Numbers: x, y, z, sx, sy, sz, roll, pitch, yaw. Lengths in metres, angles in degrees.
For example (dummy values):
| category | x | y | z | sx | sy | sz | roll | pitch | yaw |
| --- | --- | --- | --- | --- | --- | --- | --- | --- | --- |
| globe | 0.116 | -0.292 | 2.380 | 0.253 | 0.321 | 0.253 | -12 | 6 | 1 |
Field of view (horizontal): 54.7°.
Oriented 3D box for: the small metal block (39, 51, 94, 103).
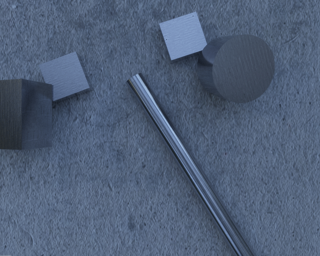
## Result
| category | x | y | z | sx | sy | sz | roll | pitch | yaw |
| --- | --- | --- | --- | --- | --- | --- | --- | --- | --- |
| small metal block | -0.123 | -0.066 | 0.408 | 0.050 | 0.025 | 0.050 | -21 | 90 | -1 |

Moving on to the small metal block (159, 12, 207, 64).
| category | x | y | z | sx | sy | sz | roll | pitch | yaw |
| --- | --- | --- | --- | --- | --- | --- | --- | --- | --- |
| small metal block | 0.031 | -0.119 | 0.410 | 0.050 | 0.025 | 0.050 | -18 | 90 | -1 |

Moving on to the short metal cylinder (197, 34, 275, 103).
| category | x | y | z | sx | sy | sz | roll | pitch | yaw |
| --- | --- | --- | --- | --- | --- | --- | --- | --- | --- |
| short metal cylinder | 0.093 | -0.075 | 0.387 | 0.081 | 0.050 | 0.079 | -4 | 105 | -14 |

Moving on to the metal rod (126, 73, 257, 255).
| category | x | y | z | sx | sy | sz | roll | pitch | yaw |
| --- | --- | --- | --- | --- | --- | --- | --- | --- | --- |
| metal rod | 0.045 | 0.060 | 0.410 | 0.025 | 0.025 | 0.299 | -32 | 90 | 0 |

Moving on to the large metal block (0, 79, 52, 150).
| category | x | y | z | sx | sy | sz | roll | pitch | yaw |
| --- | --- | --- | --- | --- | --- | --- | --- | --- | --- |
| large metal block | -0.184 | -0.016 | 0.383 | 0.080 | 0.050 | 0.079 | 0 | 90 | 20 |
